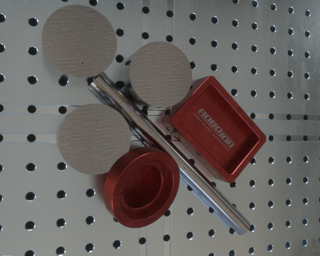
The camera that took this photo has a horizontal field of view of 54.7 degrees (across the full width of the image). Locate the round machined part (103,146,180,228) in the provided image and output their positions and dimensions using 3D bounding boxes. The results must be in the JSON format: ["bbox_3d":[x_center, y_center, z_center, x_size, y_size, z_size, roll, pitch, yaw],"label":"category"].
[{"bbox_3d":[-0.026,0.069,0.383,0.099,0.042,0.097,-14,113,-35],"label":"round machined part"}]

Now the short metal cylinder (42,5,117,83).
[{"bbox_3d":[-0.095,-0.096,0.364,0.081,0.050,0.080,0,90,-20],"label":"short metal cylinder"}]

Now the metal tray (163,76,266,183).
[{"bbox_3d":[0.079,0.003,0.438,0.130,0.030,0.090,45,77,-15],"label":"metal tray"}]

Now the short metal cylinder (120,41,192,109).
[{"bbox_3d":[-0.006,-0.065,0.396,0.081,0.050,0.080,0,90,-20],"label":"short metal cylinder"}]

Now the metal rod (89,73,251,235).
[{"bbox_3d":[0.022,0.043,0.421,0.300,0.025,0.025,46,76,-14],"label":"metal rod"}]

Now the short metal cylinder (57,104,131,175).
[{"bbox_3d":[-0.080,0.012,0.369,0.081,0.050,0.080,0,90,-20],"label":"short metal cylinder"}]
